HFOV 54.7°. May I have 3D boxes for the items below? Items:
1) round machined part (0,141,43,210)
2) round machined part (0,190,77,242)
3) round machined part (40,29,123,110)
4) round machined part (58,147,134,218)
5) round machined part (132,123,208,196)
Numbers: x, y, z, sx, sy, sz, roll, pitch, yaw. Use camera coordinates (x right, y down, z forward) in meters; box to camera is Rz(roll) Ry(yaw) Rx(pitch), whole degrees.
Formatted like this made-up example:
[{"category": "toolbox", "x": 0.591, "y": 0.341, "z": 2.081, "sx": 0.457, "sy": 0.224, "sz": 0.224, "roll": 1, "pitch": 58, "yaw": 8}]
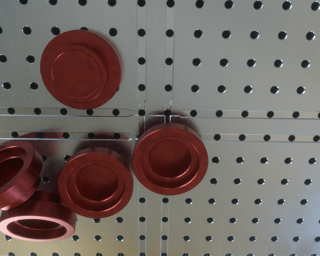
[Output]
[{"category": "round machined part", "x": -0.196, "y": 0.066, "z": 0.400, "sx": 0.098, "sy": 0.098, "sz": 0.042, "roll": -18, "pitch": 130, "yaw": 6}, {"category": "round machined part", "x": -0.167, "y": 0.121, "z": 0.432, "sx": 0.099, "sy": 0.042, "sz": 0.097, "roll": -2, "pitch": 142, "yaw": -1}, {"category": "round machined part", "x": -0.097, "y": -0.069, "z": 0.378, "sx": 0.099, "sy": 0.042, "sz": 0.097, "roll": 0, "pitch": 110, "yaw": -1}, {"category": "round machined part", "x": -0.086, "y": 0.071, "z": 0.427, "sx": 0.099, "sy": 0.042, "sz": 0.097, "roll": -1, "pitch": 108, "yaw": -4}, {"category": "round machined part", "x": 0.013, "y": 0.038, "z": 0.419, "sx": 0.099, "sy": 0.042, "sz": 0.097, "roll": 0, "pitch": 110, "yaw": -1}]
